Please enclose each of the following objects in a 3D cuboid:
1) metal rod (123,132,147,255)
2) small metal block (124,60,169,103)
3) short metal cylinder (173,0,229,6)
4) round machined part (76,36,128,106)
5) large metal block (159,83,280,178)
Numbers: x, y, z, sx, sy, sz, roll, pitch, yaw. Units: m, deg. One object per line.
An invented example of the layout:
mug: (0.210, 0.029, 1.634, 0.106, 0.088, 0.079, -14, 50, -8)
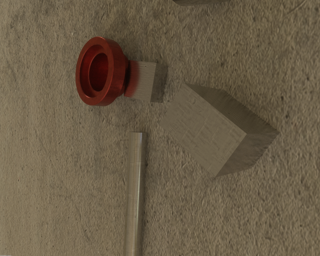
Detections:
metal rod: (-0.038, 0.154, 0.433, 0.025, 0.025, 0.298, 5, 93, 39)
small metal block: (-0.019, -0.063, 0.419, 0.050, 0.025, 0.050, 16, 100, 38)
short metal cylinder: (0.045, -0.175, 0.331, 0.050, 0.081, 0.079, 12, 98, 39)
round machined part: (-0.080, -0.080, 0.453, 0.098, 0.042, 0.097, -2, 87, 46)
large metal block: (0.061, 0.000, 0.317, 0.080, 0.081, 0.050, 45, 117, 30)
